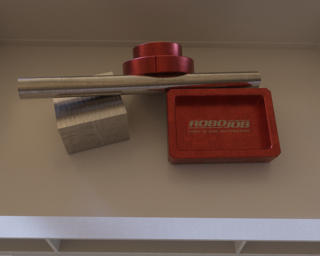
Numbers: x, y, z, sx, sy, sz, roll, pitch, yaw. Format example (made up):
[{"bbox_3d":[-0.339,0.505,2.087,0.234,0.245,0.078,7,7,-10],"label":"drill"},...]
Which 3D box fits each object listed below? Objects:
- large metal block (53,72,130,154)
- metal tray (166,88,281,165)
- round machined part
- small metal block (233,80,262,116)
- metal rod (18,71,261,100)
[{"bbox_3d":[-0.090,-0.022,0.403,0.081,0.050,0.080,-14,52,-12],"label":"large metal block"},{"bbox_3d":[0.074,-0.003,0.385,0.131,0.030,0.090,-1,69,-2],"label":"metal tray"},{"bbox_3d":[-0.003,-0.090,0.429,0.099,0.098,0.042,-3,91,-3],"label":"round machined part"},{"bbox_3d":[0.118,-0.045,0.442,0.050,0.025,0.050,-9,51,-8],"label":"small metal block"},{"bbox_3d":[-0.014,-0.056,0.391,0.302,0.025,0.025,-4,50,-13],"label":"metal rod"}]
